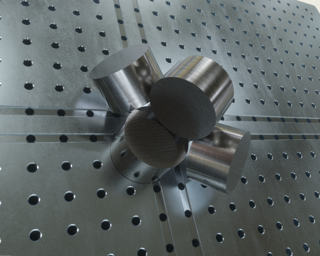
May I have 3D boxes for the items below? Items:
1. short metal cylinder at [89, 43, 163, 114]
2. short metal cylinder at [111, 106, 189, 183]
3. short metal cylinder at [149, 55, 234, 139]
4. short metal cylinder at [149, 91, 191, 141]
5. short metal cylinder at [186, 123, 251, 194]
[{"bbox_3d":[-0.039,-0.062,0.382,0.080,0.080,0.050,-55,129,-39],"label":"short metal cylinder"},{"bbox_3d":[-0.013,0.020,0.373,0.081,0.050,0.080,14,56,-21],"label":"short metal cylinder"},{"bbox_3d":[0.036,-0.034,0.348,0.080,0.080,0.050,41,51,0],"label":"short metal cylinder"},{"bbox_3d":[0.030,-0.026,0.425,0.081,0.050,0.080,14,56,-21],"label":"short metal cylinder"},{"bbox_3d":[0.074,0.035,0.384,0.050,0.079,0.080,18,45,27],"label":"short metal cylinder"}]
